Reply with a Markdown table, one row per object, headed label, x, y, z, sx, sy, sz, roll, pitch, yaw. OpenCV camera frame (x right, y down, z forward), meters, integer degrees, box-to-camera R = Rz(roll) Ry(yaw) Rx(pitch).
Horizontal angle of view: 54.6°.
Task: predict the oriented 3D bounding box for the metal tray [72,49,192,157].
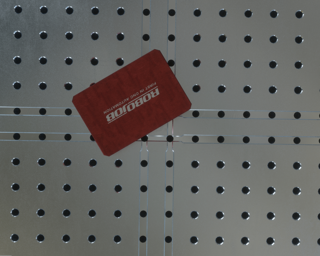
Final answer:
| label | x | y | z | sx | sy | sz | roll | pitch | yaw |
| --- | --- | --- | --- | --- | --- | --- | --- | --- | --- |
| metal tray | -0.036 | -0.032 | 0.411 | 0.130 | 0.030 | 0.090 | -30 | 90 | 0 |
